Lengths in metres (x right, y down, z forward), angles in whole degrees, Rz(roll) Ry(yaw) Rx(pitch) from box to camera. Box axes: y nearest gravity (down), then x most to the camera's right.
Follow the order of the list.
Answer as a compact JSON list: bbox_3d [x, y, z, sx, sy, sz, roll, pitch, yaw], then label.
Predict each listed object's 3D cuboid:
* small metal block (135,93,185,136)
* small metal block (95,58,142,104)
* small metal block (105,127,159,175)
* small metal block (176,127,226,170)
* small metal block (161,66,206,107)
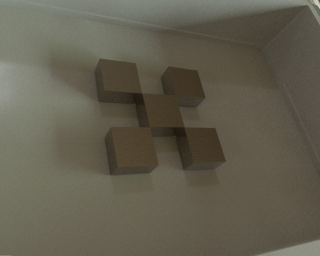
[{"bbox_3d":[0.000,-0.017,0.413,0.050,0.025,0.050,0,62,-28],"label":"small metal block"},{"bbox_3d":[-0.056,-0.061,0.410,0.050,0.025,0.050,2,61,-28],"label":"small metal block"},{"bbox_3d":[-0.034,0.027,0.368,0.050,0.025,0.050,1,61,-28],"label":"small metal block"},{"bbox_3d":[0.054,0.027,0.415,0.050,0.025,0.050,1,61,-28],"label":"small metal block"},{"bbox_3d":[0.034,-0.060,0.457,0.050,0.025,0.050,2,61,-27],"label":"small metal block"}]
